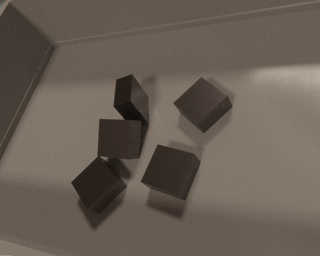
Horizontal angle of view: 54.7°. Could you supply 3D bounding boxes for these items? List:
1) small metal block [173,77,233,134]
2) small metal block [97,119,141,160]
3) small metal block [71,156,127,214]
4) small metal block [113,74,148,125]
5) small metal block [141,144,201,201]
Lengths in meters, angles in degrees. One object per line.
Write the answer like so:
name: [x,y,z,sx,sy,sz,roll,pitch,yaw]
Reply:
small metal block: [0.054,-0.029,0.394,0.050,0.025,0.050,-43,51,-2]
small metal block: [-0.054,0.014,0.411,0.050,0.025,0.050,3,89,29]
small metal block: [-0.079,0.073,0.401,0.050,0.025,0.050,-44,51,-3]
small metal block: [-0.039,-0.037,0.429,0.025,0.050,0.050,-16,50,19]
small metal block: [0.013,0.052,0.366,0.050,0.025,0.050,12,68,33]
